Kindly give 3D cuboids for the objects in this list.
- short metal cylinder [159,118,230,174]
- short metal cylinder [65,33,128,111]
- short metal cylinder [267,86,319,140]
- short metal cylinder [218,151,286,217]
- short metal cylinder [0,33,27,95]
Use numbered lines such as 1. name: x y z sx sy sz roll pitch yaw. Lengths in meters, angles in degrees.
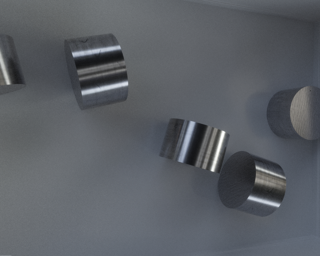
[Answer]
1. short metal cylinder: 0.044 0.023 0.399 0.081 0.080 0.050 18 84 -20
2. short metal cylinder: -0.074 -0.064 0.355 0.050 0.080 0.080 -15 95 -20
3. short metal cylinder: 0.215 -0.022 0.479 0.081 0.050 0.079 0 90 -21
4. short metal cylinder: 0.125 0.077 0.429 0.050 0.080 0.080 20 83 -19
5. short metal cylinder: -0.184 -0.059 0.313 0.081 0.080 0.050 -16 96 -20
